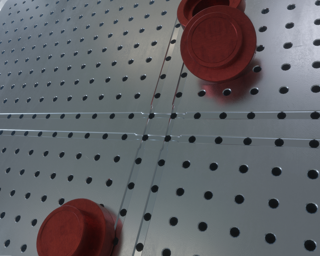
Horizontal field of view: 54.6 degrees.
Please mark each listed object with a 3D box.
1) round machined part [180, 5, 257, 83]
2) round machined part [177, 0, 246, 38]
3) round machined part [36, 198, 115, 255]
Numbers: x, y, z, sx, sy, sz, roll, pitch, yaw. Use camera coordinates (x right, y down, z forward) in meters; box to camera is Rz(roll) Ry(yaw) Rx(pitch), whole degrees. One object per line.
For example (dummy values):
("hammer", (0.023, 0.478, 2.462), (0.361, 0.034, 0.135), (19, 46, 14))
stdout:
("round machined part", (0.073, -0.108, 0.398), (0.098, 0.042, 0.097), (1, 93, 20))
("round machined part", (0.078, -0.171, 0.462), (0.098, 0.042, 0.098), (-13, 56, 21))
("round machined part", (-0.108, 0.132, 0.374), (0.098, 0.042, 0.098), (-13, 56, 21))
